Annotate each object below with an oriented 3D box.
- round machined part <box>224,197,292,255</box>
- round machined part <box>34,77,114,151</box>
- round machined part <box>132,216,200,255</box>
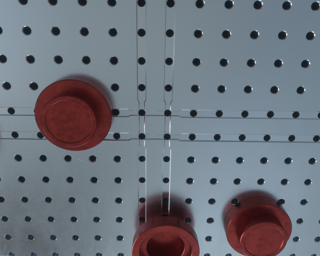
[{"bbox_3d":[0.149,0.156,0.464,0.099,0.042,0.097,0,110,-1],"label":"round machined part"},{"bbox_3d":[-0.112,-0.014,0.398,0.099,0.042,0.097,0,110,-1],"label":"round machined part"},{"bbox_3d":[0.008,0.174,0.469,0.099,0.042,0.097,0,110,-1],"label":"round machined part"}]
